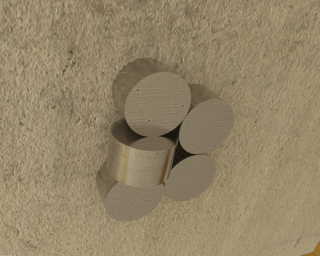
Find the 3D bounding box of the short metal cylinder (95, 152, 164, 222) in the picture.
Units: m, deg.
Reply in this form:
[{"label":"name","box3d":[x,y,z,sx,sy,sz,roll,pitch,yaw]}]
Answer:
[{"label":"short metal cylinder","box3d":[-0.041,0.078,0.418,0.081,0.050,0.079,-13,124,-20]}]

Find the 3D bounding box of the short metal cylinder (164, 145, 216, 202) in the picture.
[{"label":"short metal cylinder","box3d":[0.032,0.058,0.445,0.081,0.050,0.079,-13,124,-20]}]

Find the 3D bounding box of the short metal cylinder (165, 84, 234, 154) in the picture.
[{"label":"short metal cylinder","box3d":[0.049,-0.012,0.411,0.081,0.050,0.079,-14,125,-21]}]

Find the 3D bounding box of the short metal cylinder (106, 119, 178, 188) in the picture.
[{"label":"short metal cylinder","box3d":[-0.022,0.027,0.377,0.081,0.080,0.050,-3,120,-27]}]

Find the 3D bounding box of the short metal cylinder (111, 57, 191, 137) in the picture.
[{"label":"short metal cylinder","box3d":[-0.011,-0.036,0.363,0.081,0.050,0.079,-13,124,-20]}]
